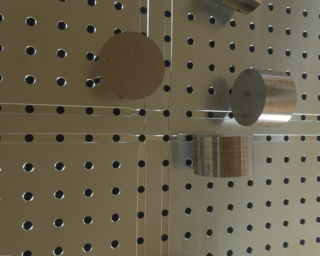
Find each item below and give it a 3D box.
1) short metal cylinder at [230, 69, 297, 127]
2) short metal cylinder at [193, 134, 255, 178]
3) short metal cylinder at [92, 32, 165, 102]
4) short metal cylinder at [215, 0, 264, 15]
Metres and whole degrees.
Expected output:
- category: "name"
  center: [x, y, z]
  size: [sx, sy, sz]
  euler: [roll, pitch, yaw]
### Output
- category: "short metal cylinder"
  center: [0.144, -0.042, 0.438]
  size: [0.050, 0.080, 0.079]
  euler: [2, 90, -20]
- category: "short metal cylinder"
  center: [0.085, 0.034, 0.416]
  size: [0.081, 0.080, 0.050]
  euler: [-3, 91, -20]
- category: "short metal cylinder"
  center: [-0.040, -0.073, 0.385]
  size: [0.081, 0.050, 0.079]
  euler: [0, 90, -21]
- category: "short metal cylinder"
  center: [0.114, -0.205, 0.427]
  size: [0.050, 0.080, 0.080]
  euler: [19, 84, -20]
